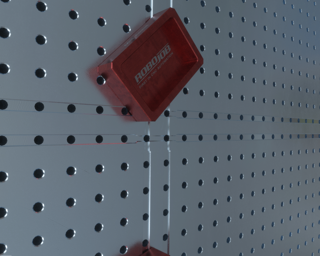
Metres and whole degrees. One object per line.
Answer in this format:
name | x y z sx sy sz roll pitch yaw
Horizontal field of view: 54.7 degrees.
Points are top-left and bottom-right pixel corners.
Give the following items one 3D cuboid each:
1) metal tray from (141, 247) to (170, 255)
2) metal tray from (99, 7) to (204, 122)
metal tray | -0.016 0.233 0.392 0.091 0.030 0.129 -21 103 -38
metal tray | -0.005 -0.082 0.400 0.130 0.030 0.090 -51 120 -28
